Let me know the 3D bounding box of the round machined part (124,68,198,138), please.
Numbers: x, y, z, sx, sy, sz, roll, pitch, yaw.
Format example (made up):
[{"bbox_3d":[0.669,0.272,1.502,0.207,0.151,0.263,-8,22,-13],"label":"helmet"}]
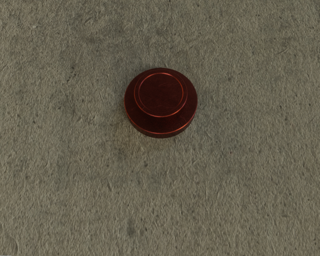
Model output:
[{"bbox_3d":[0.001,-0.038,0.413,0.099,0.042,0.098,0,70,0],"label":"round machined part"}]
